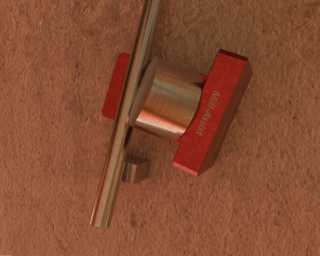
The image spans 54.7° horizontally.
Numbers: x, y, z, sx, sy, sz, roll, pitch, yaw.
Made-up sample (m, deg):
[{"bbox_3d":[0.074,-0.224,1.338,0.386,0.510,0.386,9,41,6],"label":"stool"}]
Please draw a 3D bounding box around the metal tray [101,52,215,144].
[{"bbox_3d":[-0.004,-0.039,0.408,0.130,0.030,0.089,19,96,18],"label":"metal tray"}]

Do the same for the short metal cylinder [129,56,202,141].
[{"bbox_3d":[0.004,-0.031,0.340,0.050,0.080,0.080,20,98,-15],"label":"short metal cylinder"}]

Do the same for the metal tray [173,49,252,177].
[{"bbox_3d":[0.063,-0.015,0.353,0.030,0.090,0.129,24,98,18],"label":"metal tray"}]

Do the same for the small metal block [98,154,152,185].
[{"bbox_3d":[-0.046,0.052,0.412,0.050,0.050,0.025,14,95,19],"label":"small metal block"}]

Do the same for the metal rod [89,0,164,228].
[{"bbox_3d":[-0.038,-0.030,0.381,0.025,0.025,0.298,11,85,19],"label":"metal rod"}]
